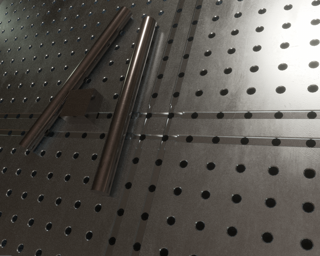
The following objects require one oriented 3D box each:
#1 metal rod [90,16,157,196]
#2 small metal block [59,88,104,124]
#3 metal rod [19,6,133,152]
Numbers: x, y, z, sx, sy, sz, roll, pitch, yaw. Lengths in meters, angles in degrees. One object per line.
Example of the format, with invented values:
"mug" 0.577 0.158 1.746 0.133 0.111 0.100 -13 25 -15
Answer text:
"metal rod" -0.047 -0.049 0.461 0.025 0.025 0.300 -2 61 27
"small metal block" -0.124 -0.034 0.492 0.050 0.025 0.050 0 62 27
"metal rod" -0.139 -0.091 0.534 0.025 0.025 0.300 22 73 36
